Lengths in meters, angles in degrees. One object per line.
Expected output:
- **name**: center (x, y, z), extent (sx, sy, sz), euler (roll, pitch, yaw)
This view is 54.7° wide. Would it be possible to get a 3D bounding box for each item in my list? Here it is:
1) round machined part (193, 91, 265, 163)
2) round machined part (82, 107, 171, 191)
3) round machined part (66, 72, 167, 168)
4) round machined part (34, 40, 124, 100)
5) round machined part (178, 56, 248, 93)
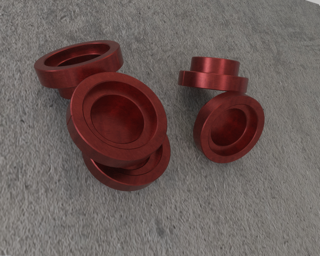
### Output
- **round machined part**: center (0.088, -0.004, 0.420), extent (0.099, 0.097, 0.042), euler (4, 23, -27)
- **round machined part**: center (-0.041, 0.026, 0.355), extent (0.099, 0.042, 0.098), euler (14, 56, -21)
- **round machined part**: center (-0.046, -0.005, 0.316), extent (0.099, 0.042, 0.098), euler (14, 58, -22)
- **round machined part**: center (-0.090, -0.067, 0.363), extent (0.099, 0.042, 0.098), euler (-8, 31, 5)
- **round machined part**: center (0.077, -0.077, 0.443), extent (0.099, 0.098, 0.042), euler (2, 101, -27)
